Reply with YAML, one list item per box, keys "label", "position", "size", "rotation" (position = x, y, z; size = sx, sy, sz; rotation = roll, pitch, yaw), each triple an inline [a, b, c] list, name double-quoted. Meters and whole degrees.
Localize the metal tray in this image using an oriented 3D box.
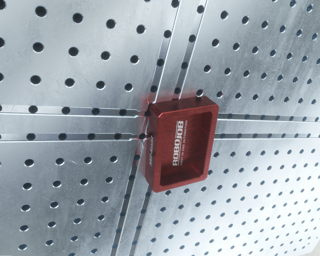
- label: "metal tray"
  position: [0.029, 0.024, 0.437]
  size: [0.091, 0.030, 0.129]
  rotation: [-10, 123, -23]
